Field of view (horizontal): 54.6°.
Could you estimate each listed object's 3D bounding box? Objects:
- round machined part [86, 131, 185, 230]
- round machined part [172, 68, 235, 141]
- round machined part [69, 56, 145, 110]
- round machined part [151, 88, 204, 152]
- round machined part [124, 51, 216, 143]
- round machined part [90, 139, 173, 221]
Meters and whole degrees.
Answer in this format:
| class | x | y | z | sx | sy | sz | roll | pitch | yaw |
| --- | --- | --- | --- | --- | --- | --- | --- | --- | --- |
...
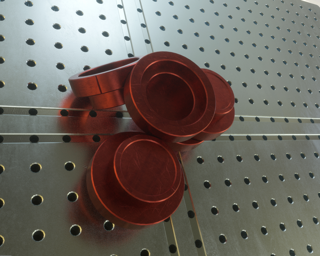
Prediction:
| class | x | y | z | sx | sy | sz | roll | pitch | yaw |
| --- | --- | --- | --- | --- | --- | --- | --- | --- | --- |
| round machined part | -0.018 | 0.046 | 0.305 | 0.099 | 0.042 | 0.098 | 13 | 56 | -21 |
| round machined part | 0.055 | -0.037 | 0.393 | 0.099 | 0.042 | 0.098 | 14 | 55 | -20 |
| round machined part | -0.055 | -0.054 | 0.375 | 0.099 | 0.098 | 0.042 | -31 | 114 | -38 |
| round machined part | 0.027 | -0.023 | 0.398 | 0.099 | 0.042 | 0.098 | 13 | 56 | -21 |
| round machined part | 0.008 | -0.030 | 0.337 | 0.099 | 0.042 | 0.098 | 9 | 66 | -22 |
| round machined part | -0.023 | 0.047 | 0.329 | 0.099 | 0.042 | 0.098 | 13 | 56 | -21 |
